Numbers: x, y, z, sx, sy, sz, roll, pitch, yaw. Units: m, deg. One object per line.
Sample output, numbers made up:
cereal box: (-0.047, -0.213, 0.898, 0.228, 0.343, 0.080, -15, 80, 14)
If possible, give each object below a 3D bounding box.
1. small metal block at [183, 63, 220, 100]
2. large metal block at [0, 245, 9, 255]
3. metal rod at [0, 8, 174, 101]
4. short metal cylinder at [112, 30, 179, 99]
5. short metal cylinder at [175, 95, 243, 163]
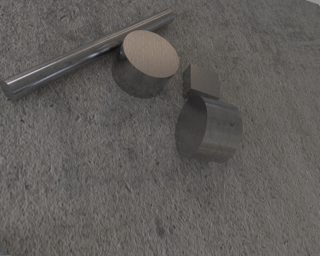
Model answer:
small metal block: (0.063, -0.066, 0.478, 0.050, 0.025, 0.050, 16, 55, -20)
large metal block: (-0.142, 0.136, 0.228, 0.080, 0.050, 0.080, 48, 51, 5)
metal rod: (-0.076, -0.115, 0.432, 0.025, 0.025, 0.302, 47, 51, 4)
short metal cylinder: (-0.021, -0.088, 0.430, 0.081, 0.050, 0.080, 14, 56, -21)
short metal cylinder: (0.061, 0.002, 0.400, 0.050, 0.080, 0.080, 12, 57, -22)
